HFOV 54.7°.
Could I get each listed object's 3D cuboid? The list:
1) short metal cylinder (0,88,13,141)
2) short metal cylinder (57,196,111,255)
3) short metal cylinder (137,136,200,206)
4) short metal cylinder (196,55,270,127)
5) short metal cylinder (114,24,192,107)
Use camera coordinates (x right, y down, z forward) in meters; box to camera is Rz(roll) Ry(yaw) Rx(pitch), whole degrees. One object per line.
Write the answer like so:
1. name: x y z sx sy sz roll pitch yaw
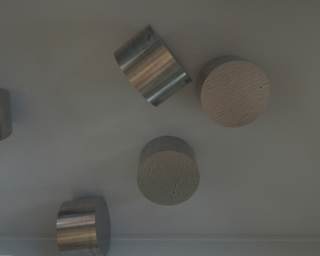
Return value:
1. short metal cylinder: -0.224 -0.017 0.373 0.081 0.080 0.050 5 110 -2
2. short metal cylinder: -0.104 0.139 0.432 0.050 0.080 0.079 -8 110 3
3. short metal cylinder: 0.011 0.057 0.419 0.081 0.050 0.079 0 110 -1
4. short metal cylinder: 0.087 -0.047 0.382 0.081 0.050 0.079 0 110 -1
5. short metal cylinder: -0.007 -0.071 0.356 0.050 0.080 0.080 -37 106 12
